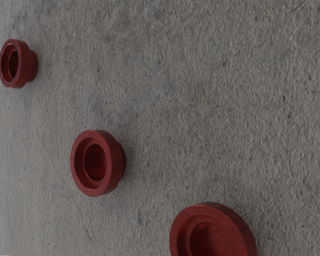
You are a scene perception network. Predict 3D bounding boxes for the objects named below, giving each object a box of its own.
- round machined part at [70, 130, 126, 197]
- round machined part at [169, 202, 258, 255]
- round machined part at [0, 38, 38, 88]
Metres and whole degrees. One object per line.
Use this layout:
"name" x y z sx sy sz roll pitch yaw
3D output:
"round machined part" -0.089 0.051 0.468 0.098 0.042 0.097 0 90 40
"round machined part" 0.062 0.131 0.343 0.098 0.042 0.097 0 90 40
"round machined part" -0.285 -0.129 0.630 0.098 0.042 0.097 0 90 40
